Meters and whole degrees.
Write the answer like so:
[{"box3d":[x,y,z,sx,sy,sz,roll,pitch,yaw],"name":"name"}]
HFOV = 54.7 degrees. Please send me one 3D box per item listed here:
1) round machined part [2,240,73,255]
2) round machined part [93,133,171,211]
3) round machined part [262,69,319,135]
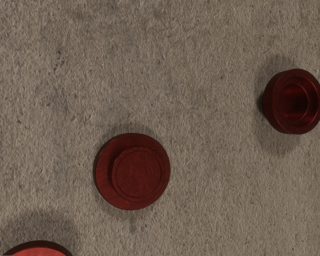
[{"box3d":[-0.142,0.175,0.348,0.099,0.042,0.097,0,90,-21],"name":"round machined part"},{"box3d":[-0.032,0.055,0.389,0.099,0.042,0.097,0,90,-21],"name":"round machined part"},{"box3d":[0.198,-0.039,0.475,0.099,0.042,0.097,0,90,-21],"name":"round machined part"}]
